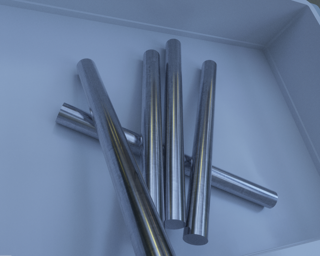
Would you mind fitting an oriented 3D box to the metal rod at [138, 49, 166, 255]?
[{"bbox_3d":[-0.010,0.004,0.365,0.025,0.025,0.300,16,45,-19],"label":"metal rod"}]

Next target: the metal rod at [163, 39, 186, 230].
[{"bbox_3d":[0.017,-0.019,0.401,0.025,0.025,0.300,18,47,-18],"label":"metal rod"}]

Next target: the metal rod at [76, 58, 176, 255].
[{"bbox_3d":[-0.045,0.011,0.296,0.025,0.025,0.300,3,36,-27],"label":"metal rod"}]

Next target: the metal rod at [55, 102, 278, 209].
[{"bbox_3d":[0.020,0.040,0.391,0.302,0.025,0.025,24,53,-14],"label":"metal rod"}]

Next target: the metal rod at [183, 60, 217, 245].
[{"bbox_3d":[0.058,0.004,0.408,0.025,0.025,0.300,25,45,-13],"label":"metal rod"}]
